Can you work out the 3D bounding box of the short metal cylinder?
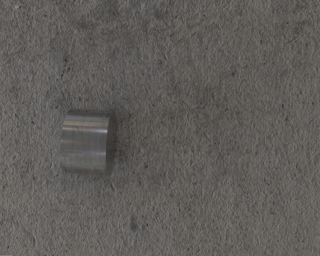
[{"bbox_3d":[-0.085,0.017,0.382,0.050,0.080,0.080,3,90,0],"label":"short metal cylinder"}]
